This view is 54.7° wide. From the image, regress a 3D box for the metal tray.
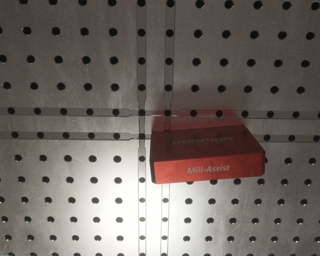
[{"bbox_3d":[0.054,0.031,0.390,0.131,0.090,0.030,-5,110,1],"label":"metal tray"}]
